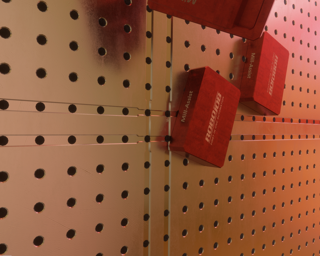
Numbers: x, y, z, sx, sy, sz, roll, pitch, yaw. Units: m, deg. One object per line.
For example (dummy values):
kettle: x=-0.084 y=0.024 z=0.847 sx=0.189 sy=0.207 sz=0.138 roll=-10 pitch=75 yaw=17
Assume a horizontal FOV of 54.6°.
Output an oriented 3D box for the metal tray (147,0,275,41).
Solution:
metal tray: x=0.059 y=-0.156 z=0.330 sx=0.030 sy=0.130 sz=0.089 roll=-45 pitch=154 yaw=-61

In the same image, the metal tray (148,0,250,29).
metal tray: x=0.034 y=-0.153 z=0.350 sx=0.090 sy=0.130 sz=0.030 roll=-44 pitch=156 yaw=-56

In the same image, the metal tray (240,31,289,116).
metal tray: x=0.191 y=-0.096 z=0.564 sx=0.090 sy=0.030 sz=0.130 roll=21 pitch=77 yaw=-38

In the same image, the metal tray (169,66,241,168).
metal tray: x=0.070 y=-0.015 z=0.464 sx=0.090 sy=0.030 sz=0.130 roll=26 pitch=74 yaw=-37
